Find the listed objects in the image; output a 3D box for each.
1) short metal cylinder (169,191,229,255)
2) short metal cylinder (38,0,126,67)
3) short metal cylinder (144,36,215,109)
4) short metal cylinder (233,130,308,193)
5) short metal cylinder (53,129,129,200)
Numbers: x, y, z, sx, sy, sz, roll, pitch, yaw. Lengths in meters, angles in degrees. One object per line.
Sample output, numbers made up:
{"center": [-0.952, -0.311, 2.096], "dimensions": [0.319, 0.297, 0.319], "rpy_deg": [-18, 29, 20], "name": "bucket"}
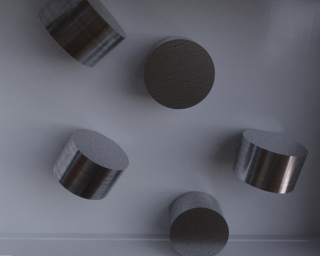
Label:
{"center": [0.054, 0.138, 0.444], "dimensions": [0.081, 0.050, 0.079], "rpy_deg": [0, 103, 0], "name": "short metal cylinder"}
{"center": [-0.083, -0.114, 0.339], "dimensions": [0.050, 0.080, 0.080], "rpy_deg": [-38, 106, 13], "name": "short metal cylinder"}
{"center": [0.022, -0.068, 0.373], "dimensions": [0.081, 0.050, 0.079], "rpy_deg": [0, 110, 0], "name": "short metal cylinder"}
{"center": [0.140, 0.040, 0.398], "dimensions": [0.081, 0.080, 0.050], "rpy_deg": [10, 110, -4], "name": "short metal cylinder"}
{"center": [-0.087, 0.046, 0.398], "dimensions": [0.080, 0.080, 0.050], "rpy_deg": [32, 107, -11], "name": "short metal cylinder"}
